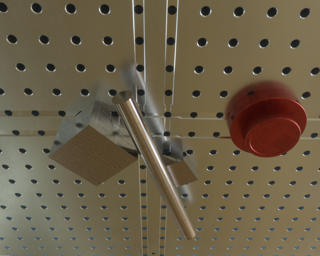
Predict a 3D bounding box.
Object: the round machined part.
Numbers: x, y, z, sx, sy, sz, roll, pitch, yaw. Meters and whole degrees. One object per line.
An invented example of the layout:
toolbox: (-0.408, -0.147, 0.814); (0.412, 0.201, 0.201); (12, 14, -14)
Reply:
round machined part: (0.141, 0.001, 0.403); (0.099, 0.042, 0.097); (-1, 130, 0)

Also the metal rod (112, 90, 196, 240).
metal rod: (0.003, 0.073, 0.441); (0.025, 0.025, 0.299); (-14, 129, 11)

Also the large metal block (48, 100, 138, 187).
large metal block: (-0.085, 0.023, 0.413); (0.080, 0.050, 0.080); (-35, 122, 25)

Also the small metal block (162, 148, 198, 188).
small metal block: (0.023, 0.062, 0.465); (0.050, 0.025, 0.050); (-23, 127, 18)
